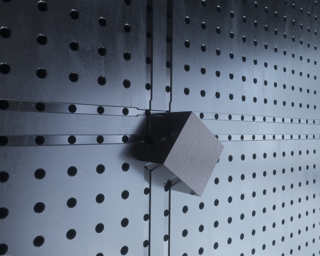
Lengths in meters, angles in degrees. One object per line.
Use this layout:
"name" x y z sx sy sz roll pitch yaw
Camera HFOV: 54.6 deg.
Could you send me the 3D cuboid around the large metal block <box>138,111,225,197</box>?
"large metal block" 0.031 0.034 0.418 0.080 0.050 0.080 44 63 -31
